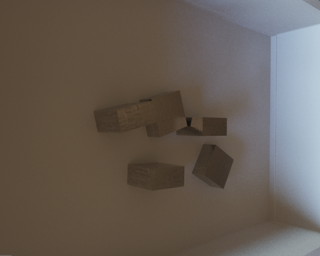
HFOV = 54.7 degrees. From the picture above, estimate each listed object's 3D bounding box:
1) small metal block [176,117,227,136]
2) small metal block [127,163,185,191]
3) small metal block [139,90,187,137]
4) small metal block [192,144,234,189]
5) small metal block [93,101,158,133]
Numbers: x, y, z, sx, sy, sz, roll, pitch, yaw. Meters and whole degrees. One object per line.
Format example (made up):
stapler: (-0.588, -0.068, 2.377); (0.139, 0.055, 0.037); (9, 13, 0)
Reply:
small metal block: (0.059, -0.002, 0.439); (0.050, 0.050, 0.025); (0, 90, -40)
small metal block: (-0.005, 0.059, 0.386); (0.050, 0.050, 0.025); (2, 89, -40)
small metal block: (0.005, -0.019, 0.411); (0.050, 0.025, 0.050); (-21, 104, -38)
small metal block: (0.082, 0.059, 0.475); (0.050, 0.025, 0.050); (37, 67, -34)
small metal block: (-0.040, -0.013, 0.357); (0.050, 0.050, 0.025); (-18, 102, -39)
